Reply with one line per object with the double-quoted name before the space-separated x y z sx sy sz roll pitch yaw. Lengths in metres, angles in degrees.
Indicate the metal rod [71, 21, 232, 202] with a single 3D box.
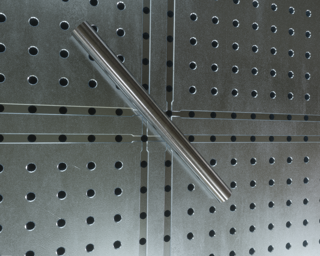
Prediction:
"metal rod" -0.003 -0.012 0.412 0.025 0.025 0.300 -45 104 -14
